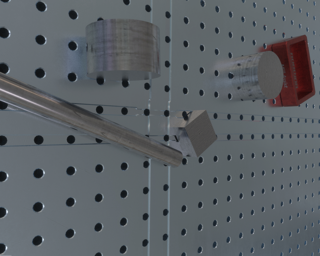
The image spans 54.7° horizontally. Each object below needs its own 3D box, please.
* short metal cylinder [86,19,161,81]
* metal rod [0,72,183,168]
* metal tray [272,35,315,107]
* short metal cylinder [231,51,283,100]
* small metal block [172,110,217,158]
[{"bbox_3d":[-0.040,-0.082,0.340,0.081,0.080,0.050,-2,92,-40],"label":"short metal cylinder"},{"bbox_3d":[-0.086,-0.009,0.336,0.301,0.025,0.025,26,74,-37],"label":"metal rod"},{"bbox_3d":[0.277,-0.118,0.637,0.091,0.030,0.129,-25,106,-37],"label":"metal tray"},{"bbox_3d":[0.169,-0.088,0.534,0.081,0.050,0.079,0,91,-40],"label":"short metal cylinder"},{"bbox_3d":[0.052,0.008,0.453,0.050,0.025,0.050,-38,113,-33],"label":"small metal block"}]
